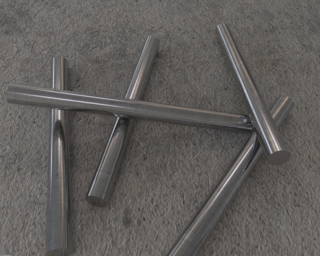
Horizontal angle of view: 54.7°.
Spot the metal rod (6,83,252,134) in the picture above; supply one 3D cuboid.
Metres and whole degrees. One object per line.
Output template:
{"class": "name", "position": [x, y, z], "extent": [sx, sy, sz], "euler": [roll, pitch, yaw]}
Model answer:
{"class": "metal rod", "position": [-0.031, -0.023, 0.391], "extent": [0.302, 0.025, 0.025], "euler": [7, 50, -7]}

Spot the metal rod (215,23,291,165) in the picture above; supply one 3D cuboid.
{"class": "metal rod", "position": [0.120, -0.071, 0.443], "extent": [0.025, 0.025, 0.300], "euler": [-3, 44, -2]}

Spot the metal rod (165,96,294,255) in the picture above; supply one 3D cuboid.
{"class": "metal rod", "position": [0.085, 0.057, 0.355], "extent": [0.025, 0.025, 0.301], "euler": [30, 56, 22]}

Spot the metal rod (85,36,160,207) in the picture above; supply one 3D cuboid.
{"class": "metal rod", "position": [-0.041, -0.033, 0.430], "extent": [0.025, 0.025, 0.300], "euler": [8, 50, 7]}

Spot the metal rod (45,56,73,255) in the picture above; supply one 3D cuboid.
{"class": "metal rod", "position": [-0.128, 0.009, 0.394], "extent": [0.025, 0.025, 0.300], "euler": [-9, 51, -8]}
